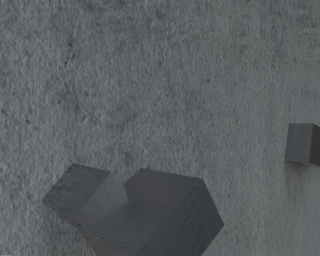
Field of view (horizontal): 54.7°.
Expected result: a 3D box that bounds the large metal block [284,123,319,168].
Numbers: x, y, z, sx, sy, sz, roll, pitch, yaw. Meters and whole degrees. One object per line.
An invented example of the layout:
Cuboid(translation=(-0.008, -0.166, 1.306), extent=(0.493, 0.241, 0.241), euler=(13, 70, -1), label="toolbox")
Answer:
Cuboid(translation=(0.311, 0.038, 0.654), extent=(0.081, 0.050, 0.080), euler=(17, 79, -39), label="large metal block")

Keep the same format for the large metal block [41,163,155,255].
Cuboid(translation=(-0.061, 0.085, 0.319), extent=(0.080, 0.080, 0.050), euler=(51, 60, -28), label="large metal block")

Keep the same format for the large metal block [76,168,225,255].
Cuboid(translation=(-0.008, 0.082, 0.260), extent=(0.080, 0.080, 0.050), euler=(-40, 115, -33), label="large metal block")
